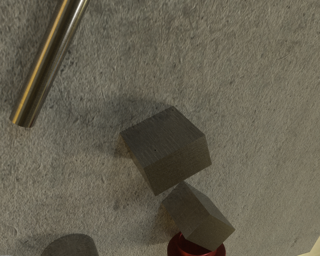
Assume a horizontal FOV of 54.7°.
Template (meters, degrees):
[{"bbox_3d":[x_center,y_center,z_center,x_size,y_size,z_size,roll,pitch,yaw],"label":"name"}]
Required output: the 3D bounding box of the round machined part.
[{"bbox_3d":[0.061,0.205,0.523,0.099,0.098,0.042,-12,116,-22],"label":"round machined part"}]

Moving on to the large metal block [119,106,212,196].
[{"bbox_3d":[0.006,0.026,0.392,0.080,0.080,0.050,-27,128,-12],"label":"large metal block"}]

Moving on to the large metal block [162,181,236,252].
[{"bbox_3d":[0.061,0.140,0.493,0.050,0.080,0.080,-47,130,5],"label":"large metal block"}]

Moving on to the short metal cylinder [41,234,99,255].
[{"bbox_3d":[-0.127,0.201,0.447,0.081,0.050,0.079,-14,125,-21],"label":"short metal cylinder"}]

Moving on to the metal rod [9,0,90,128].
[{"bbox_3d":[-0.073,-0.132,0.285,0.025,0.025,0.298,19,108,-36],"label":"metal rod"}]
